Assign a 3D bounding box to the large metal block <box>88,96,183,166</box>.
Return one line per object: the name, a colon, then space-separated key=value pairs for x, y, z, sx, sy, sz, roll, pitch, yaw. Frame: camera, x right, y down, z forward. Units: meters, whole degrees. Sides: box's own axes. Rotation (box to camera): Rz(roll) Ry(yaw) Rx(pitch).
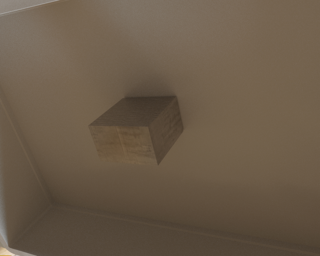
large metal block: x=-0.027 y=0.001 z=0.385 sx=0.080 sy=0.080 sz=0.050 roll=1 pitch=119 yaw=27
